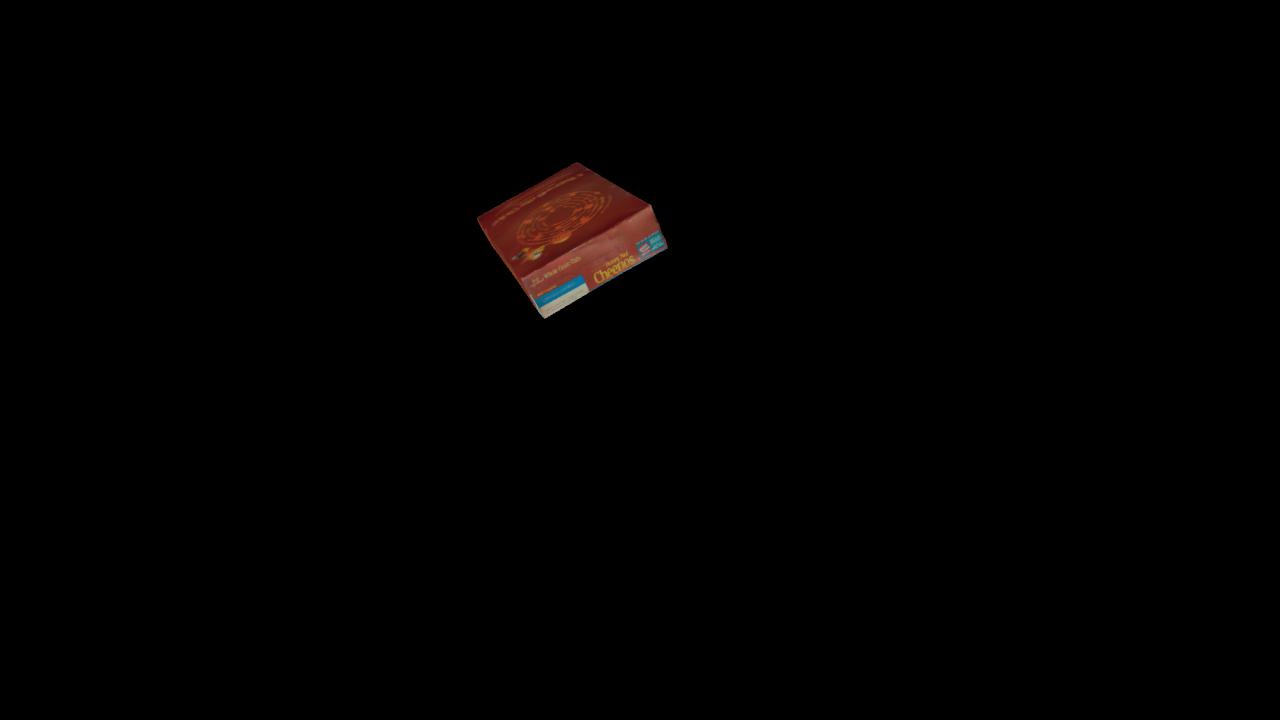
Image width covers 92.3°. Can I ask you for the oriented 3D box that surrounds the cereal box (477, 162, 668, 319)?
[{"bbox_3d":[-0.116,-0.195,0.936,0.203,0.081,0.306,-32,37,-8],"label":"cereal box"}]
